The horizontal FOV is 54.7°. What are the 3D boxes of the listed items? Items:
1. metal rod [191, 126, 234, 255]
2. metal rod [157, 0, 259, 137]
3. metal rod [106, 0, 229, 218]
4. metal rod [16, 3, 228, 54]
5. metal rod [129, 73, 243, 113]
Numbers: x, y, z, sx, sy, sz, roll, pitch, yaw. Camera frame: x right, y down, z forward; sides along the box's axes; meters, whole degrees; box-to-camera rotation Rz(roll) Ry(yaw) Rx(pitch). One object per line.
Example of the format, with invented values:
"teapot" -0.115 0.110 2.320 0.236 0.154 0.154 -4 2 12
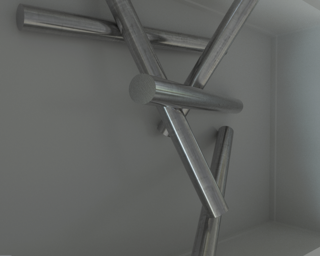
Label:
"metal rod" 0.065 0.094 0.382 0.025 0.025 0.301 58 33 -24
"metal rod" 0.081 -0.116 0.373 0.025 0.025 0.298 17 112 -39
"metal rod" 0.001 -0.041 0.344 0.025 0.025 0.299 -26 91 -37
"metal rod" -0.017 -0.115 0.391 0.302 0.025 0.025 -5 93 -40
"metal rod" 0.056 -0.034 0.380 0.301 0.025 0.025 -2 92 -62
